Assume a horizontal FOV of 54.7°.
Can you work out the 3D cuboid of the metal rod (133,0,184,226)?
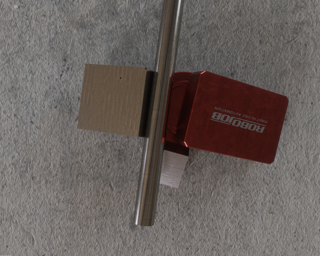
[{"bbox_3d":[0.001,-0.036,0.369,0.025,0.025,0.298,8,88,0],"label":"metal rod"}]

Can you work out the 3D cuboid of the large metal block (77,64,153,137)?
[{"bbox_3d":[-0.050,-0.033,0.387,0.080,0.050,0.080,7,90,18],"label":"large metal block"}]

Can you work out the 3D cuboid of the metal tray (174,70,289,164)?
[{"bbox_3d":[0.091,-0.011,0.387,0.131,0.030,0.089,13,91,-21],"label":"metal tray"}]

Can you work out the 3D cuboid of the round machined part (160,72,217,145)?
[{"bbox_3d":[0.031,-0.025,0.403,0.099,0.042,0.097,0,90,0],"label":"round machined part"}]

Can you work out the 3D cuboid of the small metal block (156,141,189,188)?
[{"bbox_3d":[0.007,0.045,0.401,0.050,0.025,0.050,16,116,0],"label":"small metal block"}]
